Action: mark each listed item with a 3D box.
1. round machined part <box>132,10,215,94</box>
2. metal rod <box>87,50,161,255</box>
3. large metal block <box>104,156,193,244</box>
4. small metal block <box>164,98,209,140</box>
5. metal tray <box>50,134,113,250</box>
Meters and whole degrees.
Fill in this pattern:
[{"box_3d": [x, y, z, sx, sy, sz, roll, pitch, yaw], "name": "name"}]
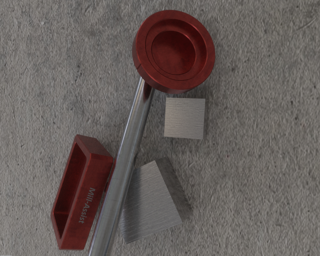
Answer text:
[{"box_3d": [0.014, -0.088, 0.378, 0.099, 0.042, 0.098, 3, 80, -18], "name": "round machined part"}, {"box_3d": [-0.040, 0.033, 0.376, 0.025, 0.025, 0.299, 10, 76, 19], "name": "metal rod"}, {"box_3d": [-0.015, 0.091, 0.401, 0.080, 0.050, 0.080, -27, 81, 18], "name": "large metal block"}, {"box_3d": [0.034, -0.012, 0.397, 0.050, 0.025, 0.050, 4, 91, 20], "name": "small metal block"}, {"box_3d": [-0.109, 0.083, 0.416, 0.090, 0.030, 0.129, 31, 103, 59], "name": "metal tray"}]
